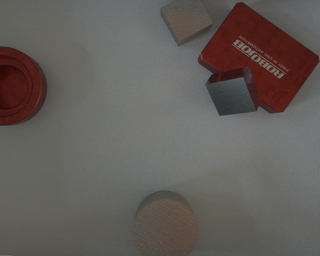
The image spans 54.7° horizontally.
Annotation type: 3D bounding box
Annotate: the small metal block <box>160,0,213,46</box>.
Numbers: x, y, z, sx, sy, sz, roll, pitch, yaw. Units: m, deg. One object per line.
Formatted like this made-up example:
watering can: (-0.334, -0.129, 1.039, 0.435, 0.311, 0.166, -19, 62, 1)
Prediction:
small metal block: (0.035, -0.145, 0.412, 0.050, 0.025, 0.050, -29, 90, -1)

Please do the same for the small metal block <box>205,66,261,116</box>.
small metal block: (0.093, -0.045, 0.390, 0.050, 0.025, 0.050, -6, 125, 38)

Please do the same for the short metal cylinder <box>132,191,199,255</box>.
short metal cylinder: (0.006, 0.126, 0.399, 0.081, 0.050, 0.079, 0, 90, -1)

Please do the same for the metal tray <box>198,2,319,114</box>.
metal tray: (0.128, -0.091, 0.411, 0.130, 0.030, 0.090, 35, 90, -1)

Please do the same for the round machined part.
round machined part: (-0.195, -0.052, 0.400, 0.099, 0.042, 0.097, 0, 90, -1)
